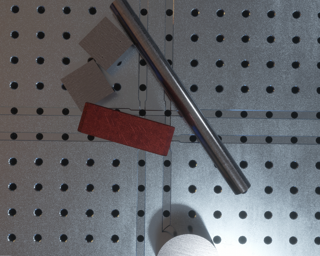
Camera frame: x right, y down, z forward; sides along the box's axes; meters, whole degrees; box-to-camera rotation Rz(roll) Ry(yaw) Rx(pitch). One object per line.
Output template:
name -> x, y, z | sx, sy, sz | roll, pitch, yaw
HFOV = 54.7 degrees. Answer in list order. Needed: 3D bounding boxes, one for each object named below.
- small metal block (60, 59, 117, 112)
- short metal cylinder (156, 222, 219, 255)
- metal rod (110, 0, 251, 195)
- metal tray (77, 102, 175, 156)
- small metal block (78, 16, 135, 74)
small metal block -> -0.094, -0.055, 0.412 | 0.050, 0.025, 0.050 | -32, 90, -1
short metal cylinder -> 0.034, 0.169, 0.402 | 0.081, 0.050, 0.079 | 0, 90, -1
metal rod -> 0.027, -0.042, 0.413 | 0.025, 0.025, 0.299 | -34, 90, 0
metal tray -> -0.033, 0.001, 0.360 | 0.091, 0.130, 0.030 | 16, 90, -1
small metal block -> -0.070, -0.109, 0.412 | 0.050, 0.025, 0.050 | 45, 90, -1
